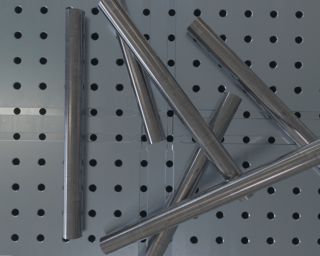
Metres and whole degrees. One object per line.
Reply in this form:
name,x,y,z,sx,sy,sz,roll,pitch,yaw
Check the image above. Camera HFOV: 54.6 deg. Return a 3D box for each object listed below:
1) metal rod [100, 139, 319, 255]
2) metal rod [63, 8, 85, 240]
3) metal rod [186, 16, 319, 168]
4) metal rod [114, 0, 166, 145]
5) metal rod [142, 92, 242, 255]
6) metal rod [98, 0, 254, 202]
metal rod,0.055,0.089,0.374,0.300,0.025,0.025,-28,90,16
metal rod,-0.114,-0.005,0.412,0.025,0.025,0.298,1,90,0
metal rod,0.149,-0.032,0.414,0.025,0.025,0.300,-44,90,0
metal rod,-0.045,-0.125,0.412,0.025,0.025,0.299,-16,90,0
metal rod,0.030,0.091,0.413,0.025,0.025,0.299,27,90,0
metal rod,0.021,-0.037,0.387,0.025,0.025,0.299,-36,90,0
